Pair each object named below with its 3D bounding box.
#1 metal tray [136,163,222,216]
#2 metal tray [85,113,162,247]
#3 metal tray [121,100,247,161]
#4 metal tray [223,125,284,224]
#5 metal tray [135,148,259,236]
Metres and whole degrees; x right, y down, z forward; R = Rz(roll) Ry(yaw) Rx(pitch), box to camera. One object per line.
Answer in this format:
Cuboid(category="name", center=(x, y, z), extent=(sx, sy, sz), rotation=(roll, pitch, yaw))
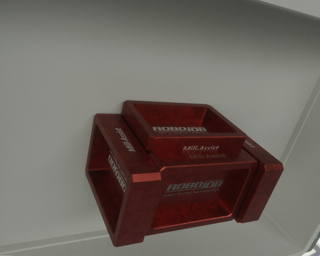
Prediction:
Cuboid(category="metal tray", center=(0.006, 0.079, 0.415), extent=(0.131, 0.090, 0.030), rotation=(0, 118, -29))
Cuboid(category="metal tray", center=(-0.048, 0.051, 0.344), extent=(0.030, 0.130, 0.089), rotation=(0, 119, -29))
Cuboid(category="metal tray", center=(0.027, 0.001, 0.378), extent=(0.131, 0.090, 0.030), rotation=(0, 119, -28))
Cuboid(category="metal tray", center=(0.096, 0.052, 0.422), extent=(0.030, 0.130, 0.089), rotation=(1, 119, -29))
Cuboid(category="metal tray", center=(0.041, 0.070, 0.352), extent=(0.131, 0.030, 0.089), rotation=(1, 118, -29))
